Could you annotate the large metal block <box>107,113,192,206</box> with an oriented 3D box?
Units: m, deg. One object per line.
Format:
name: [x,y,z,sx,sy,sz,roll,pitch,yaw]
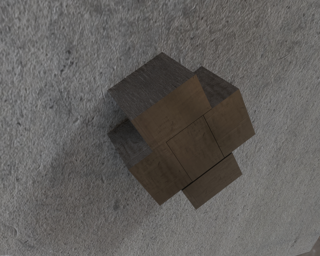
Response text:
large metal block: [-0.014,0.037,0.390,0.050,0.080,0.080,-37,130,-4]

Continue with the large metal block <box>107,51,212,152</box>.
large metal block: [-0.003,-0.033,0.353,0.080,0.080,0.050,-36,130,-5]

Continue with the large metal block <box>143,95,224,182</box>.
large metal block: [0.027,0.008,0.394,0.050,0.080,0.080,-37,130,-4]

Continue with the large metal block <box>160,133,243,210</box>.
large metal block: [0.054,0.052,0.437,0.080,0.080,0.050,-36,130,-5]

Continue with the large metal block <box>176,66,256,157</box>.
large metal block: [0.068,-0.022,0.399,0.050,0.080,0.080,-37,130,-4]
